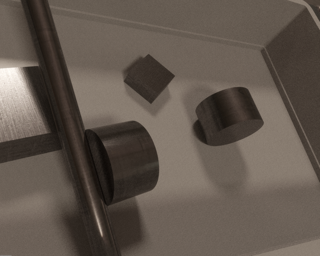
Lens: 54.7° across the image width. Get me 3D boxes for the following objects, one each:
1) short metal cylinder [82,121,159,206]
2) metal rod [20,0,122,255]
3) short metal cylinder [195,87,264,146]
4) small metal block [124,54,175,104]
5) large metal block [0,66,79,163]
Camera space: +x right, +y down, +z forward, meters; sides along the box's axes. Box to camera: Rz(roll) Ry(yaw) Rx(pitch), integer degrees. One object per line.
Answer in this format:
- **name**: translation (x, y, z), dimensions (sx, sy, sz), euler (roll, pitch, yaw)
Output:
- **short metal cylinder**: translation (-0.045, 0.036, 0.326), dimensions (0.050, 0.080, 0.080), euler (-13, 69, -34)
- **metal rod**: translation (-0.087, -0.004, 0.297), dimensions (0.025, 0.025, 0.298), euler (-14, 85, -34)
- **short metal cylinder**: translation (0.096, -0.014, 0.433), dimensions (0.081, 0.080, 0.050), euler (-4, 64, -30)
- **small metal block**: translation (-0.015, -0.071, 0.442), dimensions (0.050, 0.025, 0.050), euler (40, 51, -2)
- **large metal block**: translation (-0.138, -0.017, 0.326), dimensions (0.081, 0.050, 0.080), euler (-13, 69, -34)
